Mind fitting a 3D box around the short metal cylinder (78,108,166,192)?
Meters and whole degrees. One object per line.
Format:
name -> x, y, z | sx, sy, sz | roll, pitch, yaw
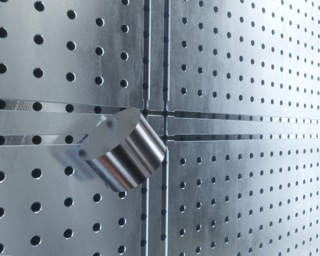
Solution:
short metal cylinder -> -0.041, 0.023, 0.341 | 0.080, 0.080, 0.050 | -51, 120, -28
